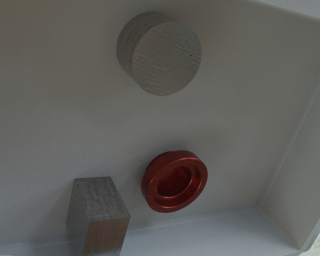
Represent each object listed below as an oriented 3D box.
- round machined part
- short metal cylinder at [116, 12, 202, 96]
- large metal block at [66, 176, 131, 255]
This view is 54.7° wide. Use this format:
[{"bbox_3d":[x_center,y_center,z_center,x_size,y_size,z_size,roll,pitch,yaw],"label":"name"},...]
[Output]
[{"bbox_3d":[0.017,0.073,0.454,0.099,0.042,0.097,-14,125,-21],"label":"round machined part"},{"bbox_3d":[-0.002,-0.082,0.342,0.081,0.050,0.079,-14,125,-21],"label":"short metal cylinder"},{"bbox_3d":[-0.084,0.121,0.403,0.050,0.080,0.079,2,118,-30],"label":"large metal block"}]
